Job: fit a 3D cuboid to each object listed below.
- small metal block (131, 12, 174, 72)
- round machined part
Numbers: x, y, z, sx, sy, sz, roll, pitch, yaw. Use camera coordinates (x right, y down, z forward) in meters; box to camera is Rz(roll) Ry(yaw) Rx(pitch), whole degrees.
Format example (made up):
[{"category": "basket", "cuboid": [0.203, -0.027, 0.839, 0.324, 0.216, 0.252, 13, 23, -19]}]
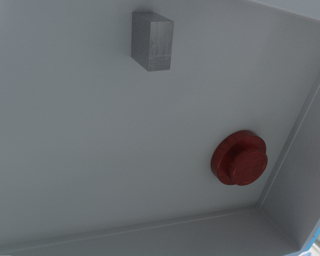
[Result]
[{"category": "small metal block", "cuboid": [-0.010, -0.093, 0.331, 0.025, 0.050, 0.050, -10, 123, -24]}, {"category": "round machined part", "cuboid": [0.136, 0.056, 0.510, 0.099, 0.042, 0.097, -14, 125, -21]}]
